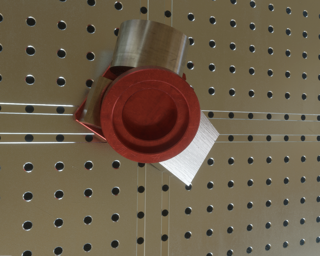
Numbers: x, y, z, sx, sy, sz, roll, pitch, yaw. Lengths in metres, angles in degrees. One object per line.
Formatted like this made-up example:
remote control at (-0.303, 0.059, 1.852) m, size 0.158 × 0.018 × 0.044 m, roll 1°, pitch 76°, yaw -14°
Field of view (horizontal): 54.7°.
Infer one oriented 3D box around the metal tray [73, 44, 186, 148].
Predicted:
metal tray at (-0.037, -0.040, 0.398) m, size 0.090 × 0.030 × 0.130 m, roll 36°, pitch 78°, yaw -17°

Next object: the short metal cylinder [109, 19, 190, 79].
short metal cylinder at (-0.011, -0.080, 0.348) m, size 0.081 × 0.080 × 0.050 m, roll 14°, pitch 85°, yaw -20°

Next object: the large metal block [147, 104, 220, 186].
large metal block at (0.020, 0.015, 0.389) m, size 0.080 × 0.050 × 0.080 m, roll -58°, pitch 138°, yaw -11°

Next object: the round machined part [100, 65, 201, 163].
round machined part at (-0.011, -0.016, 0.321) m, size 0.099 × 0.042 × 0.097 m, roll -3°, pitch 110°, yaw -8°

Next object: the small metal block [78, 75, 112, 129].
small metal block at (-0.067, -0.026, 0.342) m, size 0.025 × 0.050 × 0.050 m, roll 21°, pitch 83°, yaw -19°
